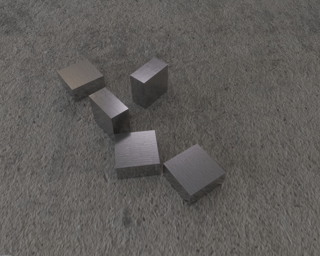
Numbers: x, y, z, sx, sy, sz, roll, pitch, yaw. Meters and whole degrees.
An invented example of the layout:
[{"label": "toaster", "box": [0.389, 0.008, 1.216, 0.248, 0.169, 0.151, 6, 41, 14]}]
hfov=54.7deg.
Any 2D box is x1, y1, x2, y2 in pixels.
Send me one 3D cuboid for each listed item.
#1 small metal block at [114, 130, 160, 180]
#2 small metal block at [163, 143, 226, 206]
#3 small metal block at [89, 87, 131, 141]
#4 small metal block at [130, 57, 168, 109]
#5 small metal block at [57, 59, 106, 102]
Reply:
[{"label": "small metal block", "box": [-0.028, 0.032, 0.376, 0.050, 0.025, 0.050, -6, 50, -5]}, {"label": "small metal block", "box": [0.039, 0.053, 0.359, 0.050, 0.025, 0.050, -28, 56, -22]}, {"label": "small metal block", "box": [-0.064, -0.016, 0.400, 0.025, 0.050, 0.050, -33, 58, -24]}, {"label": "small metal block", "box": [-0.014, -0.063, 0.440, 0.025, 0.050, 0.050, 32, 57, 24]}, {"label": "small metal block", "box": [-0.117, -0.072, 0.463, 0.050, 0.025, 0.050, -30, 56, -23]}]
